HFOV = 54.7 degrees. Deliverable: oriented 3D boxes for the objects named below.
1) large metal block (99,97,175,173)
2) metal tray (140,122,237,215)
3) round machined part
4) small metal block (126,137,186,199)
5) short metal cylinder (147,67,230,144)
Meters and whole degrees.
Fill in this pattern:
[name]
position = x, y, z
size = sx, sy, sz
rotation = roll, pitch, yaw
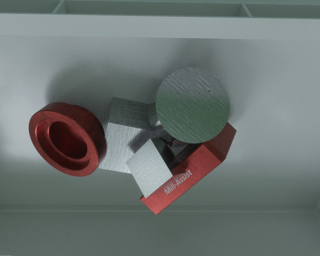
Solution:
[large metal block]
position = -0.030, 0.014, 0.403
size = 0.081, 0.050, 0.079
rotation = 11, 129, -10
[metal tray]
position = 0.037, 0.048, 0.404
size = 0.030, 0.090, 0.129
rotation = 44, 121, 0
[round machined part]
position = -0.109, 0.010, 0.388
size = 0.098, 0.042, 0.097
rotation = 13, 127, 18
[small metal block]
position = -0.006, 0.046, 0.362
size = 0.025, 0.050, 0.050
rotation = -4, 146, -52
[short metal cylinder]
position = 0.030, -0.022, 0.344
size = 0.081, 0.080, 0.050
rotation = 12, 173, -11
